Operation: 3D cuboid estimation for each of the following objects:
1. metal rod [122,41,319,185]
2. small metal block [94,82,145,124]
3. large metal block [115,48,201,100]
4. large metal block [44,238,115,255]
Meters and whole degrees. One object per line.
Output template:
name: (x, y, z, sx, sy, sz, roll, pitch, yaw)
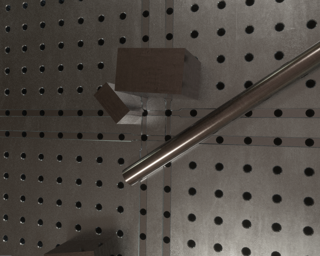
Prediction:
metal rod: (0.076, -0.013, 0.385, 0.300, 0.025, 0.025, -34, 79, 16)
small metal block: (-0.053, -0.032, 0.417, 0.025, 0.050, 0.050, -43, 77, 15)
large metal block: (0.001, -0.064, 0.382, 0.080, 0.080, 0.050, 5, 92, 19)
large metal block: (-0.108, 0.206, 0.436, 0.080, 0.050, 0.080, -12, 86, 19)
